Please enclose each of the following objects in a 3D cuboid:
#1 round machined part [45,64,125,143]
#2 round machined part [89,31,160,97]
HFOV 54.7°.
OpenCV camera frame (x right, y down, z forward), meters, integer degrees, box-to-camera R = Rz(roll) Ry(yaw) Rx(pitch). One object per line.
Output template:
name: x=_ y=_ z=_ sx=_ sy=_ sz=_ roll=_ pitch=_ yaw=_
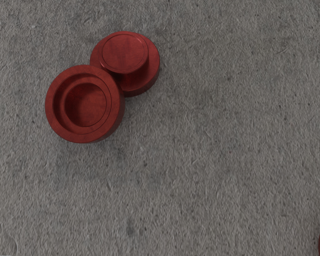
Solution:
round machined part: x=-0.092 y=-0.029 z=0.399 sx=0.098 sy=0.042 sz=0.097 roll=-1 pitch=86 yaw=10
round machined part: x=-0.049 y=-0.095 z=0.433 sx=0.099 sy=0.042 sz=0.098 roll=0 pitch=70 yaw=0
